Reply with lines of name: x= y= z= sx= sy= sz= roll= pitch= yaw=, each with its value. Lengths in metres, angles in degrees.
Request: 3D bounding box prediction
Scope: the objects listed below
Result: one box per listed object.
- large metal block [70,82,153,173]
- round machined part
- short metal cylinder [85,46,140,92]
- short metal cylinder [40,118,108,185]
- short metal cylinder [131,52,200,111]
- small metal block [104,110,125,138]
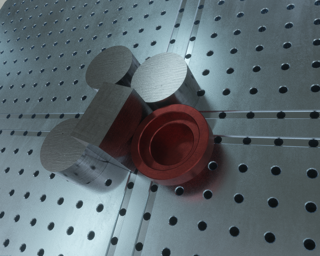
large metal block: x=-0.052 y=0.000 z=0.397 sx=0.050 sy=0.080 sz=0.080 roll=17 pitch=71 yaw=35
round machined part: x=0.018 y=0.023 z=0.374 sx=0.098 sy=0.042 sz=0.098 roll=-13 pitch=56 yaw=21
short metal cylinder: x=-0.066 y=-0.079 z=0.475 sx=0.080 sy=0.050 sz=0.080 roll=-13 pitch=56 yaw=21
short metal cylinder: x=-0.118 y=0.033 z=0.434 sx=0.080 sy=0.050 sz=0.080 roll=-13 pitch=56 yaw=21
short metal cylinder: x=0.008 y=-0.055 z=0.422 sx=0.080 sy=0.050 sz=0.080 roll=-13 pitch=56 yaw=21
small metal block: x=-0.073 y=-0.013 z=0.454 sx=0.050 sy=0.025 sz=0.050 roll=16 pitch=70 yaw=34
